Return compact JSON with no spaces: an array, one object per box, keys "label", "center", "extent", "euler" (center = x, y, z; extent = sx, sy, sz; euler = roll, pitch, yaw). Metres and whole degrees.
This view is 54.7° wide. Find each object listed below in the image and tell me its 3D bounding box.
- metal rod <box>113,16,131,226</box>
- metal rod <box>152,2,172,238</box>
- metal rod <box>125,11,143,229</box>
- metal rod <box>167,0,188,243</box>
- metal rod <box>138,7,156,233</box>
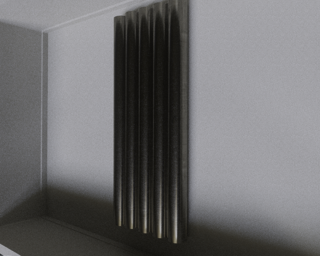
[{"label":"metal rod","center":[-0.055,-0.010,0.451],"extent":[0.025,0.025,0.298],"euler":[0,90,40]},{"label":"metal rod","center":[0.003,-0.010,0.403],"extent":[0.025,0.025,0.298],"euler":[0,90,40]},{"label":"metal rod","center":[-0.037,-0.011,0.436],"extent":[0.025,0.025,0.298],"euler":[0,90,40]},{"label":"metal rod","center":[0.022,-0.009,0.387],"extent":[0.025,0.025,0.298],"euler":[0,90,40]},{"label":"metal rod","center":[-0.017,-0.011,0.419],"extent":[0.025,0.025,0.298],"euler":[0,90,40]}]
